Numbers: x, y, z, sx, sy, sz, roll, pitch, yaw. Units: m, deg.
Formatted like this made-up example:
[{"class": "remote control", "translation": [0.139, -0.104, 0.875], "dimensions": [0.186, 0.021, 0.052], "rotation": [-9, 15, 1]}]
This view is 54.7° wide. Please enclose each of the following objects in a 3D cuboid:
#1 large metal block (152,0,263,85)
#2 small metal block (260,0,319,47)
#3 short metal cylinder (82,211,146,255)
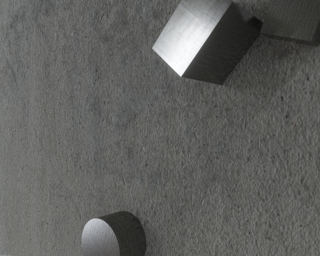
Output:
[{"class": "large metal block", "translation": [0.053, -0.096, 0.325], "dimensions": [0.050, 0.081, 0.080], "rotation": [50, 119, 28]}, {"class": "small metal block", "translation": [0.132, -0.109, 0.296], "dimensions": [0.050, 0.025, 0.050], "rotation": [25, 105, 37]}, {"class": "short metal cylinder", "translation": [-0.066, 0.164, 0.441], "dimensions": [0.080, 0.050, 0.079], "rotation": [0, 90, 39]}]
